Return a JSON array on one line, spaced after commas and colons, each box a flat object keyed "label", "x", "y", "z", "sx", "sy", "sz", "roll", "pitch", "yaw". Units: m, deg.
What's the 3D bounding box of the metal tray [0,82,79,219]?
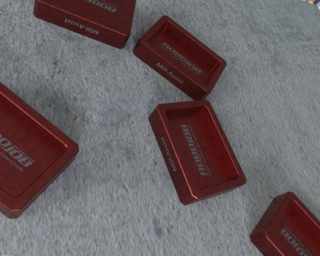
[{"label": "metal tray", "x": -0.160, "y": 0.014, "z": 0.306, "sx": 0.130, "sy": 0.030, "sz": 0.090, "roll": 39, "pitch": 51, "yaw": -2}]

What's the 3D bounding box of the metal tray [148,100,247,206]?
[{"label": "metal tray", "x": 0.049, "y": 0.027, "z": 0.411, "sx": 0.091, "sy": 0.030, "sz": 0.130, "roll": -8, "pitch": 66, "yaw": -32}]

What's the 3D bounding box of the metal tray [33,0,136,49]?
[{"label": "metal tray", "x": -0.105, "y": -0.178, "z": 0.453, "sx": 0.131, "sy": 0.030, "sz": 0.090, "roll": 17, "pitch": 55, "yaw": -19}]

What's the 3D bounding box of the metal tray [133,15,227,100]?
[{"label": "metal tray", "x": 0.034, "y": -0.110, "z": 0.488, "sx": 0.130, "sy": 0.030, "sz": 0.090, "roll": 37, "pitch": 51, "yaw": -4}]

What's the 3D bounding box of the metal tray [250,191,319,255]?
[{"label": "metal tray", "x": 0.190, "y": 0.161, "z": 0.406, "sx": 0.130, "sy": 0.030, "sz": 0.091, "roll": 48, "pitch": 51, "yaw": 5}]
